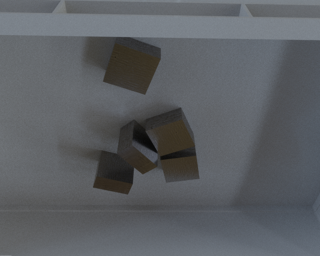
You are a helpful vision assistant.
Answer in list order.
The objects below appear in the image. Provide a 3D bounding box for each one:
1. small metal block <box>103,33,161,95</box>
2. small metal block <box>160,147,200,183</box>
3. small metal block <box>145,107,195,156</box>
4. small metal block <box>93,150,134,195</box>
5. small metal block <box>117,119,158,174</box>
[{"bbox_3d":[-0.032,-0.071,0.348,0.050,0.025,0.050,16,128,-14],"label":"small metal block"},{"bbox_3d":[0.030,0.052,0.454,0.050,0.025,0.050,-8,130,6],"label":"small metal block"},{"bbox_3d":[0.014,0.006,0.415,0.050,0.025,0.050,-18,128,14],"label":"small metal block"},{"bbox_3d":[-0.065,0.064,0.446,0.050,0.050,0.025,15,129,-13],"label":"small metal block"},{"bbox_3d":[-0.029,0.025,0.414,0.025,0.050,0.050,-31,124,23],"label":"small metal block"}]
